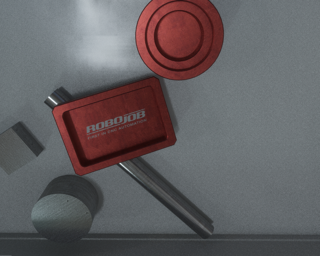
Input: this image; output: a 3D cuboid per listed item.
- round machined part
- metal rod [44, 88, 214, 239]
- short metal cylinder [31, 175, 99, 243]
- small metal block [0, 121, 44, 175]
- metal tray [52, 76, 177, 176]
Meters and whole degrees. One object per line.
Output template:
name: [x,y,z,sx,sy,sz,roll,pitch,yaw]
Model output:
round machined part: [0.022,-0.108,0.363,0.099,0.042,0.097,0,110,-1]
metal rod: [-0.033,0.058,0.432,0.025,0.025,0.300,-43,105,14]
short metal cylinder: [-0.132,0.114,0.438,0.081,0.050,0.079,0,110,-1]
small metal block: [-0.198,0.028,0.419,0.050,0.025,0.050,-32,108,10]
metal tray: [-0.054,-0.004,0.387,0.131,0.030,0.089,-18,103,-7]
